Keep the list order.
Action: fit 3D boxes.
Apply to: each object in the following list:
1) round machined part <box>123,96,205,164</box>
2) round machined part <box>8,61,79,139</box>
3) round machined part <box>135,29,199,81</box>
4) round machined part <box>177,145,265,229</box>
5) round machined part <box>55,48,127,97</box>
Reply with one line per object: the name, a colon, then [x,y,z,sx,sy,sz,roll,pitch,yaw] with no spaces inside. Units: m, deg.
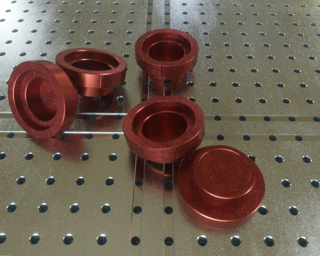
round machined part: [0.007,0.006,0.384,0.099,0.042,0.098,-5,42,5]
round machined part: [-0.145,-0.038,0.400,0.098,0.097,0.042,26,24,20]
round machined part: [0.010,-0.112,0.491,0.099,0.042,0.098,0,50,0]
round machined part: [0.069,0.058,0.349,0.099,0.042,0.098,0,50,0]
round machined part: [-0.099,-0.079,0.448,0.099,0.042,0.098,8,32,-5]
